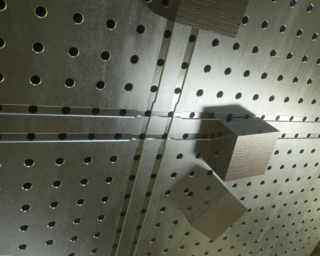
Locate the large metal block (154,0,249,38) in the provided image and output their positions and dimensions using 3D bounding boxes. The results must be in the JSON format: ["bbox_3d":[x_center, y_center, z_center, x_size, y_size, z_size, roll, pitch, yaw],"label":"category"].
[{"bbox_3d":[0.050,-0.149,0.329,0.081,0.050,0.079,3,117,-30],"label":"large metal block"}]

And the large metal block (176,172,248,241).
[{"bbox_3d":[0.089,0.134,0.526,0.080,0.050,0.080,-44,129,2],"label":"large metal block"}]

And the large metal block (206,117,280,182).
[{"bbox_3d":[0.127,0.031,0.483,0.081,0.050,0.079,-5,121,-26],"label":"large metal block"}]
